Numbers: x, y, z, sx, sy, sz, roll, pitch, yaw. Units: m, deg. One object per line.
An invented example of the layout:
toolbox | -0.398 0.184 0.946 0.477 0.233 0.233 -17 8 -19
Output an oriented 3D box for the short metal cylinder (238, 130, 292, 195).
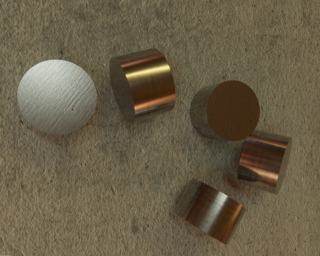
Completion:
short metal cylinder | 0.146 0.046 0.428 0.080 0.050 0.079 -35 132 -50

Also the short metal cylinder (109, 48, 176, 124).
short metal cylinder | -0.023 -0.051 0.371 0.050 0.080 0.080 -19 97 -19

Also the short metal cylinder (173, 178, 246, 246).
short metal cylinder | 0.064 0.108 0.403 0.080 0.080 0.050 35 79 -17

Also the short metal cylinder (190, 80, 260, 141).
short metal cylinder | 0.089 -0.023 0.428 0.081 0.050 0.080 0 90 -20

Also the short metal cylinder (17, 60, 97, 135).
short metal cylinder | -0.116 -0.033 0.353 0.081 0.050 0.080 0 90 -20
